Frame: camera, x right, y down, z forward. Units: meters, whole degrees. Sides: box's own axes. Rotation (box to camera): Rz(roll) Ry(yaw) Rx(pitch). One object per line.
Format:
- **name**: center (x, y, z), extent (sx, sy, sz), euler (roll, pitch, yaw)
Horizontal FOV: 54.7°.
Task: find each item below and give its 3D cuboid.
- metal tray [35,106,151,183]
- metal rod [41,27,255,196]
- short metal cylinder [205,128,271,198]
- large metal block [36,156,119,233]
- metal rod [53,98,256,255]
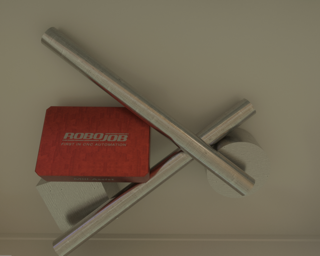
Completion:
- **metal tray**: center (-0.078, 0.020, 0.384), extent (0.131, 0.030, 0.090), euler (1, 66, 0)
- **metal rod**: center (-0.014, -0.019, 0.371), extent (0.301, 0.025, 0.025), euler (37, 106, 0)
- **short metal cylinder**: center (0.099, 0.045, 0.414), extent (0.081, 0.050, 0.079), euler (0, 110, -1)
- **large metal block**: center (-0.106, 0.088, 0.424), extent (0.080, 0.050, 0.080), euler (-18, 109, 6)
- **metal rod**: center (-0.005, 0.061, 0.393), extent (0.301, 0.025, 0.025), euler (-37, 107, -3)
